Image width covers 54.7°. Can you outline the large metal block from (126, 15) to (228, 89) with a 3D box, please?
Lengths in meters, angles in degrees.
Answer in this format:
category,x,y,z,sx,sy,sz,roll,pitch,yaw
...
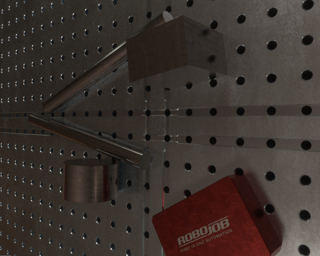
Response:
category,x,y,z,sx,sy,sz,roll,pitch,yaw
large metal block,0.020,-0.081,0.356,0.080,0.081,0.050,-9,84,39

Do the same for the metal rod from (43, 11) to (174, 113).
category,x,y,z,sx,sy,sz,roll,pitch,yaw
metal rod,-0.097,-0.089,0.486,0.299,0.025,0.025,-25,75,37

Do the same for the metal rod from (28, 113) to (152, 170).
category,x,y,z,sx,sy,sz,roll,pitch,yaw
metal rod,-0.134,0.014,0.516,0.300,0.025,0.025,16,100,38

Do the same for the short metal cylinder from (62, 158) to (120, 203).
category,x,y,z,sx,sy,sz,roll,pitch,yaw
short metal cylinder,-0.101,0.074,0.454,0.080,0.081,0.050,3,92,39

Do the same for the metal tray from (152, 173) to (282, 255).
category,x,y,z,sx,sy,sz,roll,pitch,yaw
metal tray,0.058,0.120,0.357,0.130,0.030,0.090,-38,67,33
